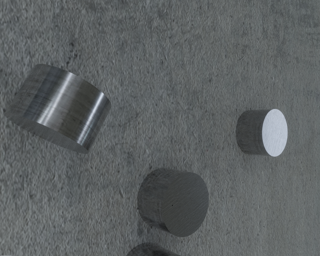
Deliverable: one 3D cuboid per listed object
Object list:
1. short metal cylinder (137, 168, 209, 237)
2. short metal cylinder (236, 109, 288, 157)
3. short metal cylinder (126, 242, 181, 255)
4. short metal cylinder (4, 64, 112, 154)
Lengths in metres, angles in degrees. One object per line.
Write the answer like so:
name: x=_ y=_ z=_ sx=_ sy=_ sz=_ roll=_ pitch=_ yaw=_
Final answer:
short metal cylinder: x=0.018 y=0.095 z=0.403 sx=0.081 sy=0.050 sz=0.080 roll=0 pitch=90 yaw=-40
short metal cylinder: x=0.177 y=0.008 z=0.537 sx=0.081 sy=0.050 sz=0.080 roll=0 pitch=90 yaw=-40
short metal cylinder: x=-0.007 y=0.190 z=0.383 sx=0.081 sy=0.050 sz=0.080 roll=0 pitch=90 yaw=-40
short metal cylinder: x=-0.093 y=-0.015 z=0.291 sx=0.080 sy=0.080 sz=0.050 roll=35 pitch=68 yaw=-35
